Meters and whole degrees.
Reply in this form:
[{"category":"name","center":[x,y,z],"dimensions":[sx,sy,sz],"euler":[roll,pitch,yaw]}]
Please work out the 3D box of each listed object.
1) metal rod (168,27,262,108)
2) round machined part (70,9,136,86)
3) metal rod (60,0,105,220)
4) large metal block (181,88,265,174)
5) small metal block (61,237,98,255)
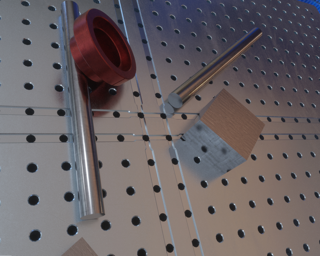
[{"category":"metal rod","center":[0.110,-0.117,0.540],"dimensions":[0.025,0.025,0.302],"euler":[46,51,3]},{"category":"round machined part","center":[-0.076,-0.098,0.398],"dimensions":[0.098,0.042,0.098],"euler":[48,28,-36]},{"category":"metal rod","center":[-0.099,-0.041,0.380],"dimensions":[0.025,0.025,0.299],"euler":[1,61,-28]},{"category":"large metal block","center":[0.091,0.004,0.441],"dimensions":[0.080,0.050,0.080],"euler":[41,51,-1]},{"category":"small metal block","center":[-0.077,0.139,0.283],"dimensions":[0.050,0.025,0.050],"euler":[48,51,5]}]
